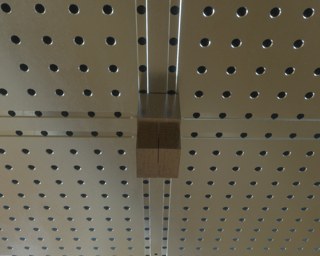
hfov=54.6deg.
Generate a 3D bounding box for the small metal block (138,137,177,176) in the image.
[{"bbox_3d":[-0.003,0.039,0.427,0.050,0.050,0.025,1,130,-1],"label":"small metal block"}]

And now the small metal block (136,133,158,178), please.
[{"bbox_3d":[-0.015,0.026,0.384,0.025,0.050,0.050,1,130,-1],"label":"small metal block"}]

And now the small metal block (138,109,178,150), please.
[{"bbox_3d":[-0.003,0.002,0.413,0.050,0.025,0.050,2,130,0],"label":"small metal block"}]

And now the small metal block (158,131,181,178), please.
[{"bbox_3d":[0.011,0.026,0.385,0.025,0.050,0.050,2,130,0],"label":"small metal block"}]

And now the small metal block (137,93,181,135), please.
[{"bbox_3d":[-0.001,-0.018,0.379,0.050,0.050,0.025,2,130,-1],"label":"small metal block"}]
